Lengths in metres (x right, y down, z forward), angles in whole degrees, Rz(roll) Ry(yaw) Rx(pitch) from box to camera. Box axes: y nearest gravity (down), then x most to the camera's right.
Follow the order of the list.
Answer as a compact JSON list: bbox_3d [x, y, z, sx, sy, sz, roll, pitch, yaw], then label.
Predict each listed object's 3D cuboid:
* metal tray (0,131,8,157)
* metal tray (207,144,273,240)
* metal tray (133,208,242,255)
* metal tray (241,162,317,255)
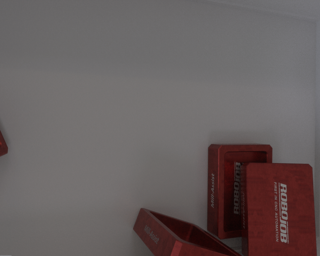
[{"bbox_3d":[-0.199,0.000,0.280,0.030,0.130,0.090,-20,97,3],"label":"metal tray"},{"bbox_3d":[0.117,0.088,0.450,0.091,0.030,0.129,1,90,-20],"label":"metal tray"},{"bbox_3d":[0.030,0.136,0.366,0.091,0.130,0.030,23,83,-19],"label":"metal tray"},{"bbox_3d":[0.160,0.114,0.424,0.091,0.030,0.129,2,81,-1],"label":"metal tray"}]
